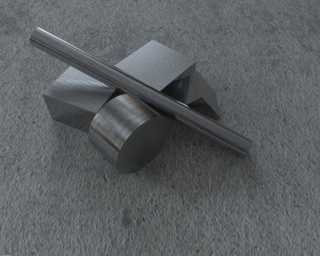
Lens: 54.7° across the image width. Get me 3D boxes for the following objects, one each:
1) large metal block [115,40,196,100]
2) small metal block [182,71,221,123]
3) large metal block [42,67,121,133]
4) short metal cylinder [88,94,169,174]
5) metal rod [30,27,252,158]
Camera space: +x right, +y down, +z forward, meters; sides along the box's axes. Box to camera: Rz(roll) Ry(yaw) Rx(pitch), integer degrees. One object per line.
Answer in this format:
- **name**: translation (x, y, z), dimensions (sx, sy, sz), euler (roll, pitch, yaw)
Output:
- **large metal block**: translation (-0.006, -0.073, 0.447), dimensions (0.080, 0.050, 0.080), euler (32, 57, 24)
- **small metal block**: translation (0.056, -0.040, 0.420), dimensions (0.025, 0.050, 0.050), euler (-26, 45, 26)
- **large metal block**: translation (-0.096, -0.042, 0.423), dimensions (0.080, 0.050, 0.080), euler (20, 53, 16)
- **short metal cylinder**: translation (-0.035, 0.007, 0.362), dimensions (0.080, 0.080, 0.050), euler (-37, 59, -27)
- **metal rod**: translation (-0.024, -0.045, 0.389), dimensions (0.301, 0.025, 0.025), euler (28, 54, 2)
